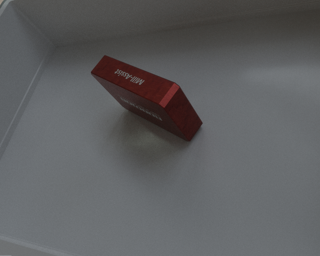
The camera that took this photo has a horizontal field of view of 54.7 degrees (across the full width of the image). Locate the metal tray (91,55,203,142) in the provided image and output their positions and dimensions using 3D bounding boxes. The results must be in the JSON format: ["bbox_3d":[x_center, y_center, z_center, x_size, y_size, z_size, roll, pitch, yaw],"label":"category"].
[{"bbox_3d":[-0.017,-0.038,0.391,0.130,0.090,0.030,28,77,36],"label":"metal tray"}]
